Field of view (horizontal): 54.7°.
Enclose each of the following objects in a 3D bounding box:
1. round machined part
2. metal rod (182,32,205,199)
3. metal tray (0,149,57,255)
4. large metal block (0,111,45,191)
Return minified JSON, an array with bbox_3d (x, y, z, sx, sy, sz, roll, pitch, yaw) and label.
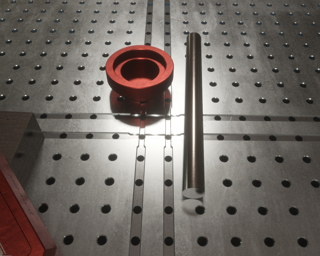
[{"bbox_3d":[-0.029,-0.077,0.461,0.099,0.042,0.098,0,50,0],"label":"round machined part"},{"bbox_3d":[0.048,-0.041,0.442,0.025,0.025,0.300,3,50,2],"label":"metal rod"},{"bbox_3d":[-0.171,0.089,0.290,0.090,0.030,0.130,-35,75,-10],"label":"metal tray"},{"bbox_3d":[-0.195,0.026,0.367,0.080,0.050,0.080,3,50,2],"label":"large metal block"}]
